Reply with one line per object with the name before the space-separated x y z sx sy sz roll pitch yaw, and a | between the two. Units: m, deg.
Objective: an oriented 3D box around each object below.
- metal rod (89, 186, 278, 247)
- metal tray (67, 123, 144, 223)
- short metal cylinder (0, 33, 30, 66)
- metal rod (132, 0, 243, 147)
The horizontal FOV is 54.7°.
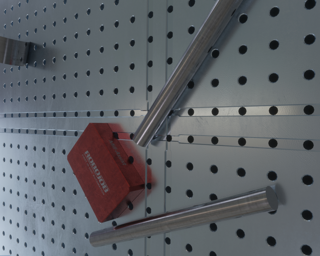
metal rod | 0.006 0.124 0.404 0.299 0.025 0.025 -26 74 37
metal tray | -0.088 0.066 0.479 0.090 0.030 0.130 -50 61 28
short metal cylinder | -0.313 -0.162 0.632 0.080 0.081 0.050 26 107 37
metal rod | 0.047 -0.095 0.370 0.025 0.025 0.298 48 118 29
